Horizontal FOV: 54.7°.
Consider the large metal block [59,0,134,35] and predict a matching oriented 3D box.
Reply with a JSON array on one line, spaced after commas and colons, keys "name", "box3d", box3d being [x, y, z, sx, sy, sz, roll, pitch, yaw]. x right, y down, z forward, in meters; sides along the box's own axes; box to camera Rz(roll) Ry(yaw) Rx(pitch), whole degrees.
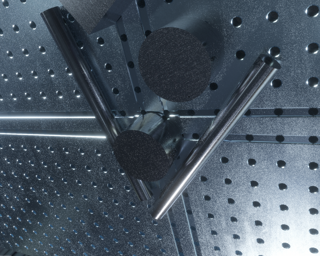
[{"name": "large metal block", "box3d": [-0.069, -0.162, 0.331, 0.080, 0.050, 0.080, 49, 129, -6]}]

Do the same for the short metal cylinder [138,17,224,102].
[{"name": "short metal cylinder", "box3d": [0.024, -0.074, 0.336, 0.080, 0.050, 0.079, 13, 124, 21]}]

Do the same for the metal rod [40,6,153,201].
[{"name": "metal rod", "box3d": [-0.081, -0.021, 0.440, 0.025, 0.025, 0.299, -12, 113, 33]}]

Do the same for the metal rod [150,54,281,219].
[{"name": "metal rod", "box3d": [0.053, 0.034, 0.404, 0.025, 0.025, 0.298, 34, 129, 5]}]

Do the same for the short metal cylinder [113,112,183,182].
[{"name": "short metal cylinder", "box3d": [-0.015, 0.025, 0.419, 0.080, 0.050, 0.079, 13, 124, 21]}]
